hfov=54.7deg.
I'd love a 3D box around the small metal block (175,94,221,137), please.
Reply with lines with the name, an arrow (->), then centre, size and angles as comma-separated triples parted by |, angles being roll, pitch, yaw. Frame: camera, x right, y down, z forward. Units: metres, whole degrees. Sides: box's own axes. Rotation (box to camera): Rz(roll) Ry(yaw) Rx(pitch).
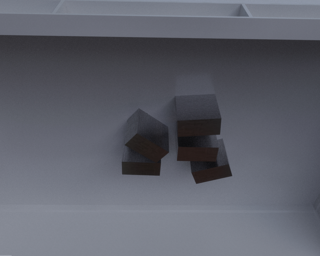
small metal block -> 0.045, -0.016, 0.380 | 0.050, 0.050, 0.025 | -3, 130, 2

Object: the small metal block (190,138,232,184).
small metal block -> 0.070, 0.046, 0.433 | 0.050, 0.050, 0.025 | -15, 129, 12

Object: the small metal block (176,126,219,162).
small metal block -> 0.047, 0.017, 0.408 | 0.050, 0.050, 0.025 | 1, 130, -2

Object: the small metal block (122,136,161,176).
small metal block -> -0.025, 0.037, 0.424 | 0.050, 0.050, 0.025 | 2, 130, -3

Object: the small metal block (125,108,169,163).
small metal block -> -0.016, 0.010, 0.401 | 0.050, 0.050, 0.025 | 32, 123, -25
